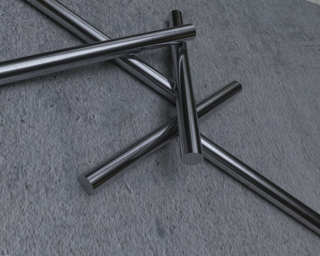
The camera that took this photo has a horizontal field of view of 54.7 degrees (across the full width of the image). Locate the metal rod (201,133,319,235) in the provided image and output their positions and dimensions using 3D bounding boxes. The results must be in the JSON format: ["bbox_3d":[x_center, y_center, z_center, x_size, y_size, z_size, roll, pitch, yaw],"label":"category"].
[{"bbox_3d":[0.163,0.094,0.433,0.301,0.025,0.025,34,51,-6],"label":"metal rod"}]

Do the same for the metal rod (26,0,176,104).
[{"bbox_3d":[-0.086,-0.123,0.432,0.301,0.025,0.025,34,51,-6],"label":"metal rod"}]

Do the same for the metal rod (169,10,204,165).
[{"bbox_3d":[0.031,-0.079,0.439,0.025,0.025,0.300,16,46,-20],"label":"metal rod"}]

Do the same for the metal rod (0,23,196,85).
[{"bbox_3d":[-0.079,-0.096,0.393,0.302,0.025,0.025,-21,73,-27],"label":"metal rod"}]

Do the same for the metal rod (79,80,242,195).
[{"bbox_3d":[0.024,-0.003,0.418,0.302,0.025,0.025,-32,80,-38],"label":"metal rod"}]
